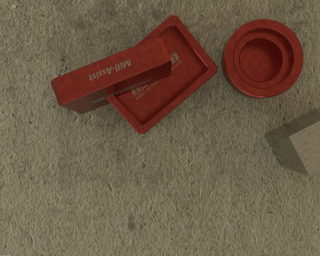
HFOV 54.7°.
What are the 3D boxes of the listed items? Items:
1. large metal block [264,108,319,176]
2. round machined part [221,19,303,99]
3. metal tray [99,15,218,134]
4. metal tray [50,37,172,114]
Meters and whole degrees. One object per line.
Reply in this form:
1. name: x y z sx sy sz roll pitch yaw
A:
1. large metal block: 0.191 0.013 0.385 0.080 0.080 0.050 -27 90 0
2. round machined part: 0.129 -0.086 0.403 0.099 0.042 0.097 0 90 -1
3. metal tray: -0.005 -0.066 0.396 0.130 0.030 0.090 -40 102 2
4. metal tray: -0.052 -0.059 0.375 0.131 0.090 0.030 -22 86 0
